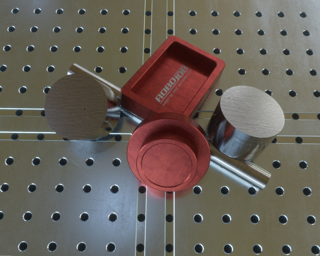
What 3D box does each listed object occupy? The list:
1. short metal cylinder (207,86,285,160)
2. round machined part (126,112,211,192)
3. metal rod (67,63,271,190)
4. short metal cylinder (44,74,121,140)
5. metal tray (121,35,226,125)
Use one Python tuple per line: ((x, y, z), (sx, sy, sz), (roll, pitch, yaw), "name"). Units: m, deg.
((0.106, -0.007, 0.389), (0.081, 0.050, 0.080), (7, 53, -8), "short metal cylinder")
((0.009, 0.034, 0.361), (0.099, 0.042, 0.097), (2, 113, 5), "round machined part")
((0.005, -0.007, 0.414), (0.301, 0.025, 0.025), (30, 73, 10), "metal rod")
((-0.096, -0.024, 0.394), (0.080, 0.050, 0.080), (-1, 87, 10), "short metal cylinder")
((0.019, -0.060, 0.416), (0.090, 0.030, 0.130), (30, 59, 10), "metal tray")
